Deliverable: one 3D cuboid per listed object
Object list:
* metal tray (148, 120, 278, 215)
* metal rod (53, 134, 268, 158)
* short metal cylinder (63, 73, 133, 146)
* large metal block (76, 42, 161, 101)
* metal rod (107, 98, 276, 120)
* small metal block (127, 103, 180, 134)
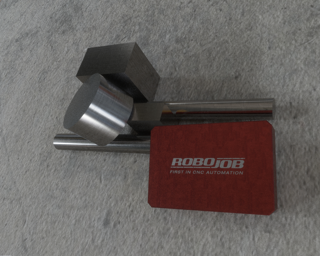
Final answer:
[{"bbox_3d":[0.053,0.042,0.330,0.130,0.030,0.090,-3,78,25],"label":"metal tray"},{"bbox_3d":[-0.019,0.021,0.402,0.300,0.025,0.025,0,62,27],"label":"metal rod"},{"bbox_3d":[-0.080,-0.023,0.398,0.080,0.050,0.080,-35,37,33],"label":"short metal cylinder"},{"bbox_3d":[-0.057,-0.073,0.443,0.080,0.080,0.050,1,62,28],"label":"large metal block"},{"bbox_3d":[-0.003,-0.024,0.421,0.300,0.025,0.025,1,62,28],"label":"metal rod"},{"bbox_3d":[-0.009,-0.008,0.397,0.050,0.050,0.025,1,62,28],"label":"small metal block"}]
